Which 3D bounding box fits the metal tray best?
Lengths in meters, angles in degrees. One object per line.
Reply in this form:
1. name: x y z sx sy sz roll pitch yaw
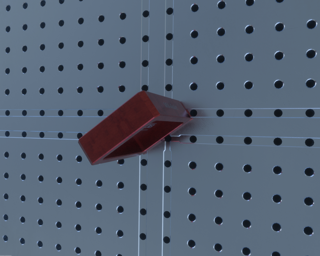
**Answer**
1. metal tray: -0.022 0.001 0.364 0.090 0.130 0.030 -36 78 16
